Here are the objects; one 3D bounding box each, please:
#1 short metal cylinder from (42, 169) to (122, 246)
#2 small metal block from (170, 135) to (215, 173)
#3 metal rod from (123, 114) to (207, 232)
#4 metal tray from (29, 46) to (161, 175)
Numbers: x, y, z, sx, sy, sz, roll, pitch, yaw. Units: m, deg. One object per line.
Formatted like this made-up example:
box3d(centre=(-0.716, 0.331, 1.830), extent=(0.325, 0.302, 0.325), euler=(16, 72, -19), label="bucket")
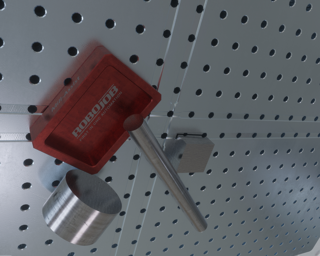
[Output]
box3d(centre=(-0.095, 0.096, 0.383), extent=(0.080, 0.080, 0.050), euler=(30, 102, -38), label="short metal cylinder")
box3d(centre=(0.047, 0.039, 0.461), extent=(0.050, 0.025, 0.050), euler=(3, 117, -30), label="small metal block")
box3d(centre=(0.022, 0.085, 0.454), extent=(0.025, 0.025, 0.299), euler=(-35, 136, -5), label="metal rod")
box3d(centre=(-0.072, -0.016, 0.358), extent=(0.130, 0.030, 0.090), euler=(-49, 129, 6), label="metal tray")
